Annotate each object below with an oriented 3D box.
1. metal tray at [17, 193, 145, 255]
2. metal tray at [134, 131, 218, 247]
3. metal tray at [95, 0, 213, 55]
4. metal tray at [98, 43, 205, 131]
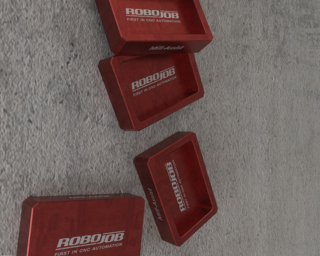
[{"bbox_3d":[-0.080,0.120,0.334,0.131,0.030,0.089,8,85,-40],"label":"metal tray"},{"bbox_3d":[0.026,0.080,0.422,0.091,0.030,0.129,-29,108,-36],"label":"metal tray"},{"bbox_3d":[-0.006,-0.135,0.369,0.131,0.030,0.090,-11,77,-34],"label":"metal tray"},{"bbox_3d":[-0.005,-0.061,0.396,0.131,0.030,0.090,-29,108,-36],"label":"metal tray"}]
